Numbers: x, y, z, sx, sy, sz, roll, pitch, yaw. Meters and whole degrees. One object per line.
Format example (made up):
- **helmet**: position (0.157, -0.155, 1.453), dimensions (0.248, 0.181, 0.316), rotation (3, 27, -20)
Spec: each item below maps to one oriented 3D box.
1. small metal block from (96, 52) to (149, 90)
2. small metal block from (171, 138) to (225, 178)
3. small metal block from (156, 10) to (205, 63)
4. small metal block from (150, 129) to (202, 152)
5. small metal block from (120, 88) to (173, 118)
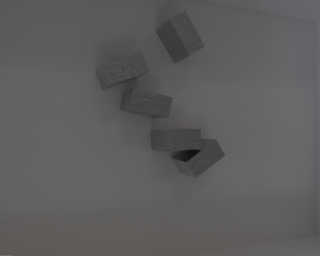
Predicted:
- **small metal block**: position (-0.047, -0.069, 0.380), dimensions (0.050, 0.050, 0.025), rotation (-22, 98, -19)
- **small metal block**: position (0.050, 0.039, 0.416), dimensions (0.050, 0.050, 0.025), rotation (-35, 102, -17)
- **small metal block**: position (0.025, -0.118, 0.406), dimensions (0.025, 0.050, 0.050), rotation (-35, 102, -16)
- **small metal block**: position (0.020, 0.015, 0.404), dimensions (0.050, 0.050, 0.025), rotation (-4, 92, -20)
- **small metal block**: position (-0.018, -0.030, 0.390), dimensions (0.050, 0.050, 0.025), rotation (12, 86, -20)
